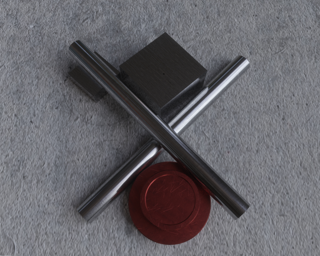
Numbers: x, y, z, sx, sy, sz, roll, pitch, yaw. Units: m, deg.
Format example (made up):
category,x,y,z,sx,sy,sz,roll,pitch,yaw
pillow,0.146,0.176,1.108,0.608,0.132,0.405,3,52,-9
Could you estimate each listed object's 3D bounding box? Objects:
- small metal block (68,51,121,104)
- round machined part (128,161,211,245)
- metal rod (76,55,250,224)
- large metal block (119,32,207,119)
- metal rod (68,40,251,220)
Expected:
category,x,y,z,sx,sy,sz,roll,pitch,yaw
small metal block,-0.090,-0.071,0.435,0.050,0.025,0.050,41,75,13
round machined part,0.012,0.087,0.368,0.099,0.042,0.098,0,70,-1
metal rod,0.014,0.005,0.409,0.025,0.025,0.301,43,75,13
large metal block,0.004,-0.069,0.422,0.080,0.050,0.080,-40,75,-14
metal rod,-0.011,-0.007,0.385,0.025,0.025,0.300,-42,76,-14
